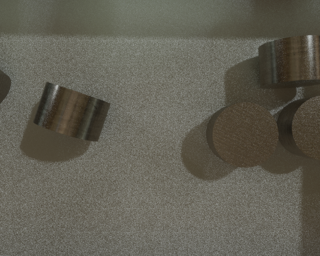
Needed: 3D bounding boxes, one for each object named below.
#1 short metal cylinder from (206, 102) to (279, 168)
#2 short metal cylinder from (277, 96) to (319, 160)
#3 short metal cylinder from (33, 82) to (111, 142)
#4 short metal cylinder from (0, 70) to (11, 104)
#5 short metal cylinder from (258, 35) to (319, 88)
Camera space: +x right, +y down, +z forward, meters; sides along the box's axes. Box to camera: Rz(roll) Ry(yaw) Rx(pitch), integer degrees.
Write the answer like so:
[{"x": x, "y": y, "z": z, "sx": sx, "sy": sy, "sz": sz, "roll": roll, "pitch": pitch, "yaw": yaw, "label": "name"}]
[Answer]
[{"x": 0.104, "y": 0.008, "z": 0.400, "sx": 0.081, "sy": 0.050, "sz": 0.079, "roll": 0, "pitch": 90, "yaw": -1, "label": "short metal cylinder"}, {"x": 0.200, "y": 0.000, "z": 0.402, "sx": 0.081, "sy": 0.050, "sz": 0.079, "roll": 0, "pitch": 90, "yaw": -1, "label": "short metal cylinder"}, {"x": -0.108, "y": -0.020, "z": 0.383, "sx": 0.080, "sy": 0.080, "sz": 0.050, "roll": 18, "pitch": 90, "yaw": -1, "label": "short metal cylinder"}, {"x": -0.235, "y": -0.050, "z": 0.381, "sx": 0.050, "sy": 0.080, "sz": 0.080, "roll": 39, "pitch": 90, "yaw": -1, "label": "short metal cylinder"}, {"x": 0.166, "y": -0.079, "z": 0.386, "sx": 0.081, "sy": 0.080, "sz": 0.050, "roll": -3, "pitch": 90, "yaw": -1, "label": "short metal cylinder"}]
